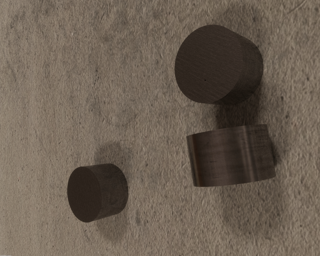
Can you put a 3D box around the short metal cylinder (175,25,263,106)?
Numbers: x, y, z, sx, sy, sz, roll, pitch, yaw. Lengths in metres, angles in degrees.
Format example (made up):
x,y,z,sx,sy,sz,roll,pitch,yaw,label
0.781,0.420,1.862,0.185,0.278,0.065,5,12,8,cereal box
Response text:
x,y,z,sx,sy,sz,roll,pitch,yaw,label
0.063,-0.065,0.335,0.080,0.050,0.079,0,90,39,short metal cylinder

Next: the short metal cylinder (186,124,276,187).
x,y,z,sx,sy,sz,roll,pitch,yaw,label
0.070,0.028,0.310,0.080,0.081,0.050,-13,82,39,short metal cylinder

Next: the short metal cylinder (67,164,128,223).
x,y,z,sx,sy,sz,roll,pitch,yaw,label
-0.094,0.095,0.463,0.080,0.050,0.079,0,90,39,short metal cylinder
